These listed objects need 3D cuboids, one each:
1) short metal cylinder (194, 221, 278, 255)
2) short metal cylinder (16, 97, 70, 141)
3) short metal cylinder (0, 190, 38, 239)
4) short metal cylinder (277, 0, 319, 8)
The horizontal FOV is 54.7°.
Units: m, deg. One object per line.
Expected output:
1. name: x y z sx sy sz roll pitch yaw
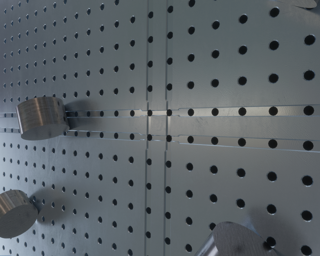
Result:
1. short metal cylinder: 0.076 0.142 0.311 0.080 0.081 0.050 42 116 32
2. short metal cylinder: -0.205 -0.015 0.543 0.080 0.081 0.050 -28 73 37
3. short metal cylinder: -0.294 0.171 0.616 0.050 0.081 0.079 34 111 35
4. short metal cylinder: 0.115 -0.149 0.279 0.080 0.081 0.050 35 112 34
